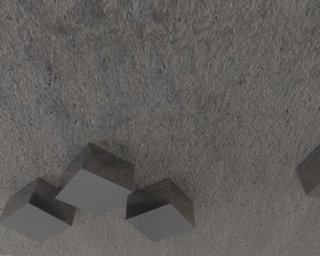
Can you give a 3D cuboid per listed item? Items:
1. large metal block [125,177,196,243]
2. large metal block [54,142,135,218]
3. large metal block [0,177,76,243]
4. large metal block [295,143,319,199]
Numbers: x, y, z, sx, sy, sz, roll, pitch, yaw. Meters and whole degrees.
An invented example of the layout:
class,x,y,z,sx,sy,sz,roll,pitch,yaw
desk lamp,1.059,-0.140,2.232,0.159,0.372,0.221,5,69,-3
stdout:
class,x,y,z,sx,sy,sz,roll,pitch,yaw
large metal block,0.002,0.136,0.506,0.080,0.050,0.080,-25,126,20
large metal block,-0.094,0.079,0.457,0.080,0.050,0.080,30,124,-23
large metal block,-0.196,0.135,0.504,0.080,0.050,0.080,-33,123,24
large metal block,0.261,0.062,0.446,0.081,0.050,0.079,16,128,-13
